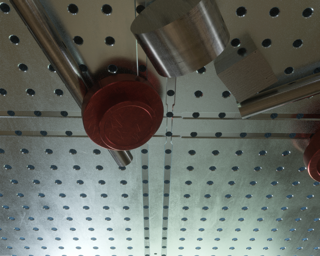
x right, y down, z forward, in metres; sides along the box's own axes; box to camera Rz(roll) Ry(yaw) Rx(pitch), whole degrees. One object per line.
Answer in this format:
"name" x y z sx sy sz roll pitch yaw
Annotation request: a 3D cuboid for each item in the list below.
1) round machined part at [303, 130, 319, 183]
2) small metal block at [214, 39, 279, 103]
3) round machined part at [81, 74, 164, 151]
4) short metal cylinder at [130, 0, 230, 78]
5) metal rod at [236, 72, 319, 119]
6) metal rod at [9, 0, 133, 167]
"round machined part" 0.249 0.031 0.429 0.099 0.042 0.097 0 130 0
"small metal block" 0.099 -0.064 0.358 0.050 0.025 0.050 -32 124 24
"round machined part" -0.042 -0.012 0.371 0.099 0.042 0.097 -10 125 -15
"short metal cylinder" 0.019 -0.094 0.296 0.080 0.080 0.050 -23 127 18
"metal rod" 0.237 -0.070 0.353 0.301 0.025 0.025 -19 128 15
"metal rod" -0.102 -0.060 0.359 0.025 0.025 0.299 -16 129 13
